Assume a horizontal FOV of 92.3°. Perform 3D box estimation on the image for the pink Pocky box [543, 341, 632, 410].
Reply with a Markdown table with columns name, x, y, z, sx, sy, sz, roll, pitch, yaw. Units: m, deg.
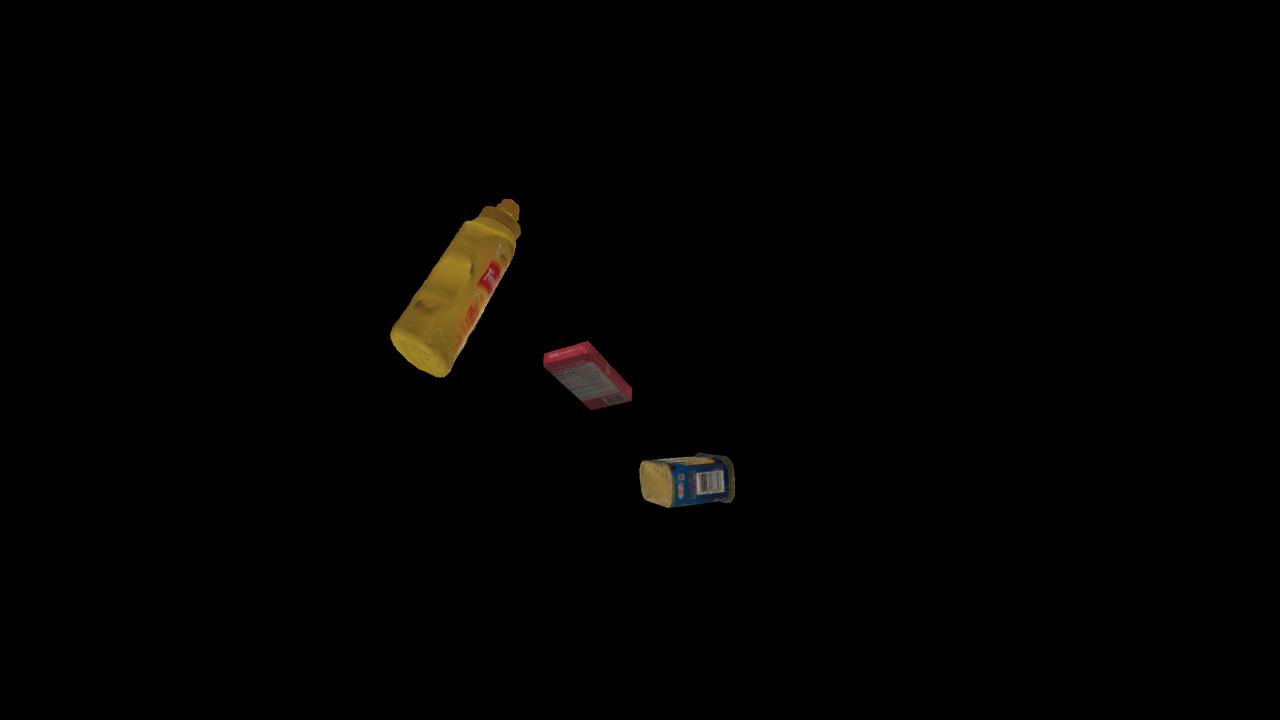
| name | x | y | z | sx | sy | sz | roll | pitch | yaw |
| --- | --- | --- | --- | --- | --- | --- | --- | --- | --- |
| pink Pocky box | -0.084 | 0.029 | 1.020 | 0.084 | 0.029 | 0.155 | -15 | -38 | 23 |

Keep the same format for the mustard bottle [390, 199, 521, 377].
| name | x | y | z | sx | sy | sz | roll | pitch | yaw |
| --- | --- | --- | --- | --- | --- | --- | --- | --- | --- |
| mustard bottle | -0.162 | -0.079 | 0.578 | 0.054 | 0.184 | 0.092 | 20 | -23 | 9 |

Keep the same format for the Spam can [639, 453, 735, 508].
| name | x | y | z | sx | sy | sz | roll | pitch | yaw |
| --- | --- | --- | --- | --- | --- | --- | --- | --- | --- |
| Spam can | 0.056 | 0.150 | 0.770 | 0.085 | 0.058 | 0.101 | -1 | -5 | -23 |
